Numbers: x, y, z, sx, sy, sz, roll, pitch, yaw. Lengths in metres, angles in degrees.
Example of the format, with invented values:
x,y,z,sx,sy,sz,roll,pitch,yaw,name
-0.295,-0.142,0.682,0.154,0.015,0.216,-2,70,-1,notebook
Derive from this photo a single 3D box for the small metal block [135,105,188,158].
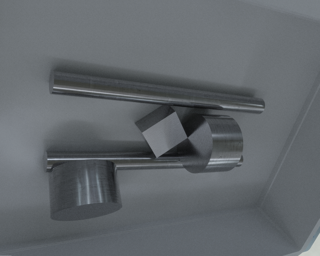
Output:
x,y,z,sx,sy,sz,roll,pitch,yaw,name
0.002,0.004,0.412,0.050,0.025,0.050,-33,129,-7,small metal block

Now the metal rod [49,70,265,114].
x,y,z,sx,sy,sz,roll,pitch,yaw,name
0.019,-0.040,0.393,0.303,0.025,0.025,3,117,-30,metal rod

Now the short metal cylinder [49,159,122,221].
x,y,z,sx,sy,sz,roll,pitch,yaw,name
-0.088,0.075,0.367,0.081,0.050,0.080,-10,155,-5,short metal cylinder

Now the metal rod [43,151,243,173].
x,y,z,sx,sy,sz,roll,pitch,yaw,name
-0.002,0.045,0.435,0.303,0.025,0.025,3,117,-30,metal rod

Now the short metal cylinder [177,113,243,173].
x,y,z,sx,sy,sz,roll,pitch,yaw,name
0.066,0.021,0.422,0.050,0.080,0.079,2,118,-30,short metal cylinder
